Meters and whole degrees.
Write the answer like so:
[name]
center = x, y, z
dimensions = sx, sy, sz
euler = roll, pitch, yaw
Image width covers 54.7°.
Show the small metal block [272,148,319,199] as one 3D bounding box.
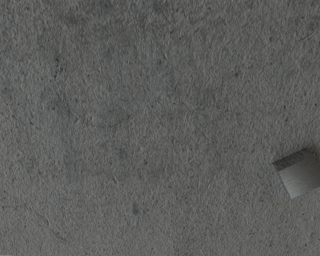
[small metal block]
center = 0.195, 0.064, 0.435
dimensions = 0.050, 0.025, 0.050
euler = -27, 108, 9
